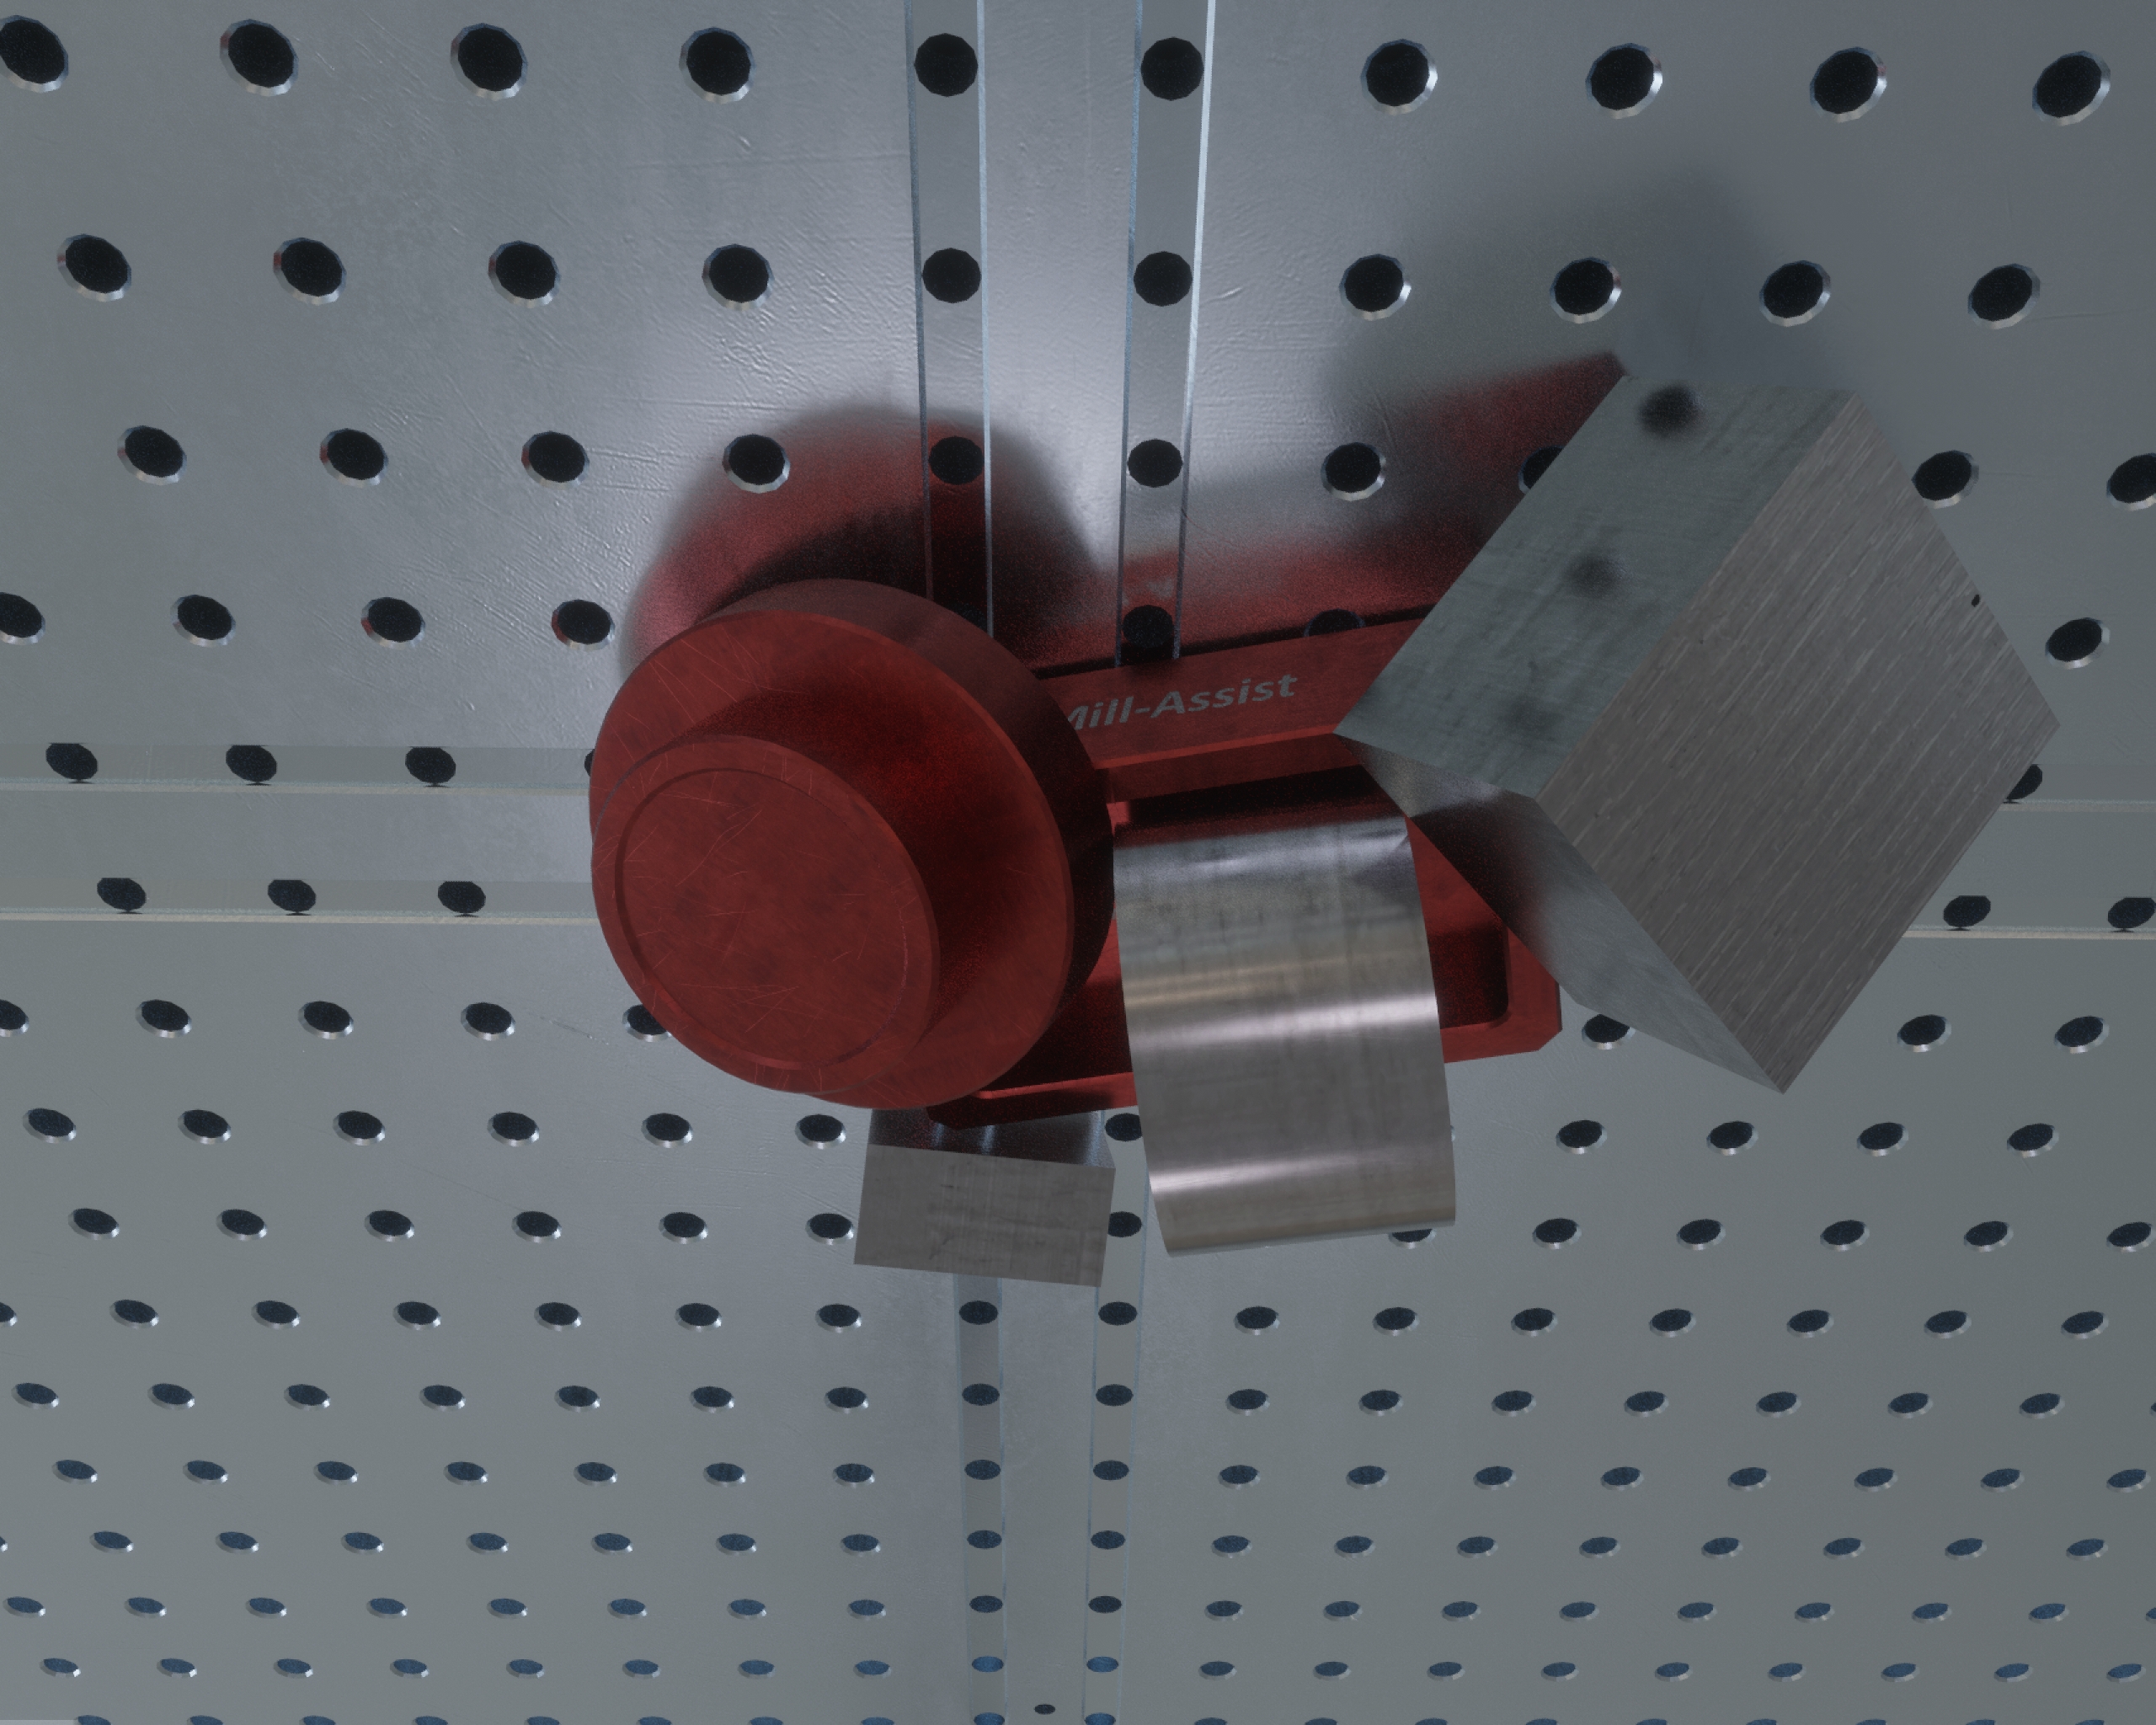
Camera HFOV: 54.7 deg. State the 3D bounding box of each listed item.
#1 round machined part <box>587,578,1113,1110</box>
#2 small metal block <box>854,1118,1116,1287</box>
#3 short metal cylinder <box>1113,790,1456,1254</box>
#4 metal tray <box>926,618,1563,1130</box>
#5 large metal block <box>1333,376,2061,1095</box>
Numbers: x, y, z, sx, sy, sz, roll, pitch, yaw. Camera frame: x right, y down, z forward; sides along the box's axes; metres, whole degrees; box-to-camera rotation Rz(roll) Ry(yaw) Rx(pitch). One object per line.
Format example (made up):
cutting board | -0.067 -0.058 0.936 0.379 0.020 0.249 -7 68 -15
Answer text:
round machined part | -0.047 0.002 0.372 0.098 0.042 0.097 10 117 20
small metal block | -0.020 0.069 0.446 0.050 0.050 0.025 6 96 -5
short metal cylinder | 0.037 0.029 0.379 0.050 0.080 0.080 -7 130 5
metal tray | 0.025 0.004 0.409 0.131 0.030 0.090 -9 130 7
large metal block | 0.104 -0.022 0.347 0.080 0.050 0.080 -51 121 -8
